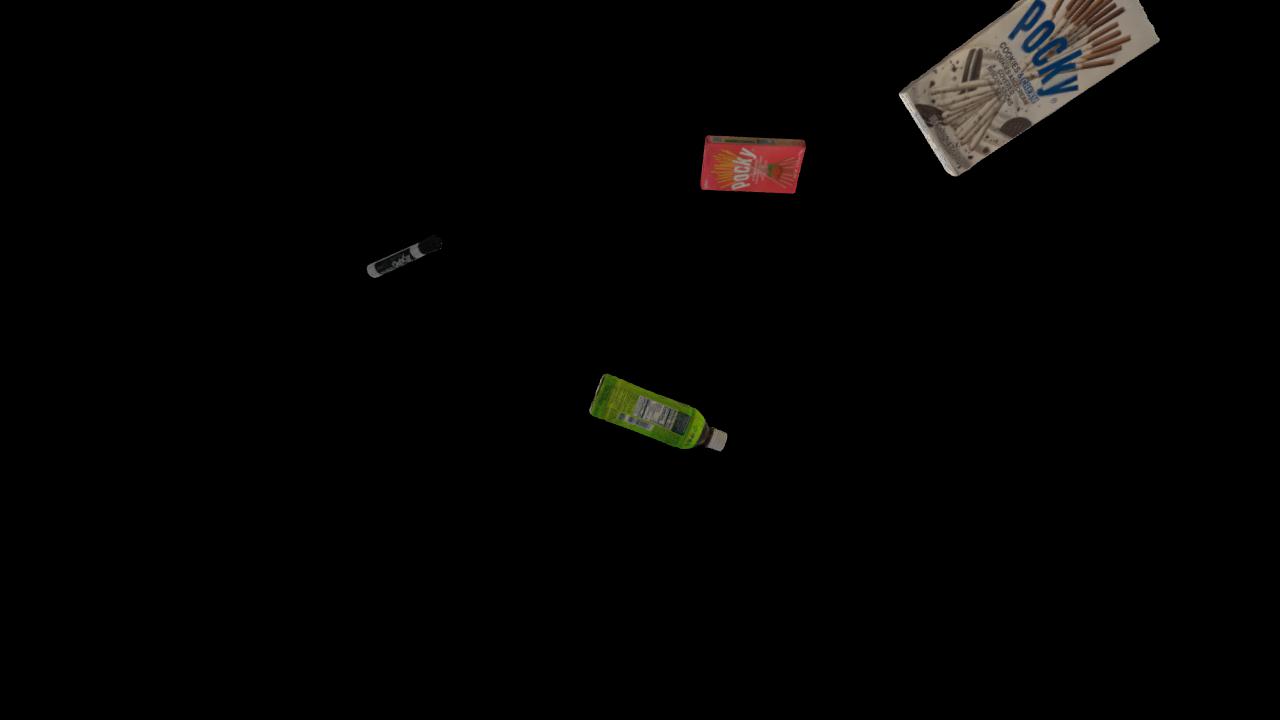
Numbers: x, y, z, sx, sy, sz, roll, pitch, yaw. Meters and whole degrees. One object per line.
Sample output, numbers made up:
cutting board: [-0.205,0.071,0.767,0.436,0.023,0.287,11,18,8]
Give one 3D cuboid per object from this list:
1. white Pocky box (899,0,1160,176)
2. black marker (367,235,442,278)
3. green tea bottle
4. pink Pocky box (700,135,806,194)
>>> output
white Pocky box: [0.288,-0.220,0.466,0.154,0.084,0.028,-35,13,21]
black marker: [-0.291,-0.128,0.760,0.121,0.020,0.020,-15,-7,27]
green tea bottle: [0.030,0.089,0.938,0.212,0.073,0.073,23,-1,-1]
pink Pocky box: [0.176,-0.308,0.974,0.155,0.029,0.084,3,-42,0]
